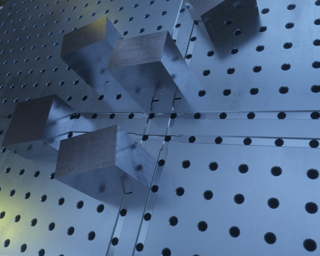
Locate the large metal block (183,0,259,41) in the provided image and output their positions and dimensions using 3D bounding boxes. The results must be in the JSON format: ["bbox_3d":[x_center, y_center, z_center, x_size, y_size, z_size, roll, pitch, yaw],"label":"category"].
[{"bbox_3d":[0.087,-0.191,0.465,0.080,0.050,0.080,-31,52,8],"label":"large metal block"}]

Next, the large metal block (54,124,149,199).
[{"bbox_3d":[-0.067,0.045,0.382,0.080,0.080,0.050,-15,56,20],"label":"large metal block"}]

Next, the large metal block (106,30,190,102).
[{"bbox_3d":[-0.013,-0.082,0.431,0.080,0.080,0.050,-3,61,27],"label":"large metal block"}]

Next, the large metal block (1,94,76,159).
[{"bbox_3d":[-0.191,-0.001,0.495,0.080,0.050,0.080,-8,58,24],"label":"large metal block"}]

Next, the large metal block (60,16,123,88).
[{"bbox_3d":[-0.099,-0.119,0.499,0.080,0.080,0.050,-16,55,19],"label":"large metal block"}]
